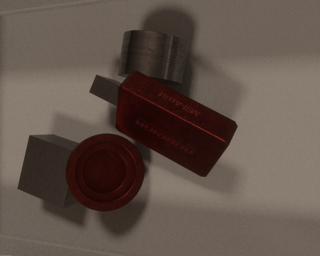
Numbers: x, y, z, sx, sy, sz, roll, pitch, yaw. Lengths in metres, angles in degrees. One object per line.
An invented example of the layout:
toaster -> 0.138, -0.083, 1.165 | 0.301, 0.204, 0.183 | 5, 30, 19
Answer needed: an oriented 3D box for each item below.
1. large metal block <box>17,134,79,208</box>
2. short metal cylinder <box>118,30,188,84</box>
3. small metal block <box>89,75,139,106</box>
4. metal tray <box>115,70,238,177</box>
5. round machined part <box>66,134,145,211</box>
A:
large metal block -> -0.148, 0.059, 0.448 | 0.080, 0.050, 0.079 | 16, 95, 19
short metal cylinder -> -0.008, -0.084, 0.383 | 0.080, 0.080, 0.050 | 10, 93, 19
small metal block -> -0.057, -0.047, 0.416 | 0.050, 0.050, 0.025 | 27, 99, 18
metal tray -> 0.013, -0.002, 0.362 | 0.130, 0.090, 0.030 | 28, 57, 7
round machined part -> -0.074, 0.057, 0.409 | 0.099, 0.042, 0.097 | 1, 86, -19
